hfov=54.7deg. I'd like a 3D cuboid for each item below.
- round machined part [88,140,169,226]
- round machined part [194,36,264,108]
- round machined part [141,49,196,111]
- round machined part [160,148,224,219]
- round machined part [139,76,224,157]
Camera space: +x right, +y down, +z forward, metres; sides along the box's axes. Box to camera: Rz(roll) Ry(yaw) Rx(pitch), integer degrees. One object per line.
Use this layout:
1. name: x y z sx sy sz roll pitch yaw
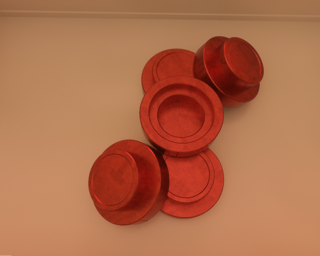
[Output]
1. round machined part: -0.042 0.061 0.354 0.098 0.042 0.098 -9 72 28
2. round machined part: 0.097 -0.079 0.406 0.099 0.042 0.098 13 64 -28
3. round machined part: 0.024 -0.068 0.424 0.099 0.042 0.098 0 70 -1
4. round machined part: 0.029 0.059 0.377 0.099 0.042 0.098 0 70 -1
5. round machined part: 0.025 -0.011 0.380 0.099 0.042 0.098 0 70 -1
